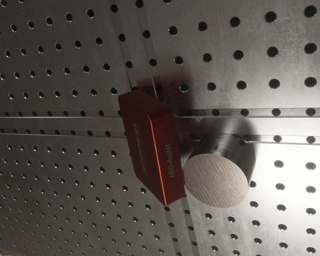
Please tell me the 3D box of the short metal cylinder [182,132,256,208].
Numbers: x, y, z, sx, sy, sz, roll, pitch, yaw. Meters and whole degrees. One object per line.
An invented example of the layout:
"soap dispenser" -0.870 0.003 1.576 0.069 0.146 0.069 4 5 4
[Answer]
"short metal cylinder" 0.074 0.052 0.387 0.080 0.050 0.079 13 123 20

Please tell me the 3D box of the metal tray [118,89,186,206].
"metal tray" -0.011 0.024 0.397 0.090 0.030 0.129 34 140 53
